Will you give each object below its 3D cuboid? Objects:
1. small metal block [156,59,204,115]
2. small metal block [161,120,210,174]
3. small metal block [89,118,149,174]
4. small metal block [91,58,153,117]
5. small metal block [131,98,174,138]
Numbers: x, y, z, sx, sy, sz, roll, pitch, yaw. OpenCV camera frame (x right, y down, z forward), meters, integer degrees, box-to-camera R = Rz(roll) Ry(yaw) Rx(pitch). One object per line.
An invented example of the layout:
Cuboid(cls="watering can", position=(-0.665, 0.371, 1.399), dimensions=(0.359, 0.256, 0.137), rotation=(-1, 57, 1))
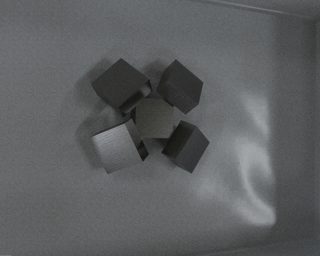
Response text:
Cuboid(cls="small metal block", position=(0.027, -0.054, 0.405), dimensions=(0.050, 0.025, 0.050), rotation=(37, 41, -17))
Cuboid(cls="small metal block", position=(0.035, 0.026, 0.409), dimensions=(0.050, 0.025, 0.050), rotation=(-58, 141, -11))
Cuboid(cls="small metal block", position=(-0.049, 0.022, 0.378), dimensions=(0.050, 0.025, 0.050), rotation=(-21, 99, 19))
Cuboid(cls="small metal block", position=(-0.046, -0.050, 0.378), dimensions=(0.050, 0.025, 0.050), rotation=(40, 75, 23))
Cuboid(cls="small metal block", position=(-0.011, -0.012, 0.404), dimensions=(0.050, 0.025, 0.050), rotation=(2, 90, -20))
